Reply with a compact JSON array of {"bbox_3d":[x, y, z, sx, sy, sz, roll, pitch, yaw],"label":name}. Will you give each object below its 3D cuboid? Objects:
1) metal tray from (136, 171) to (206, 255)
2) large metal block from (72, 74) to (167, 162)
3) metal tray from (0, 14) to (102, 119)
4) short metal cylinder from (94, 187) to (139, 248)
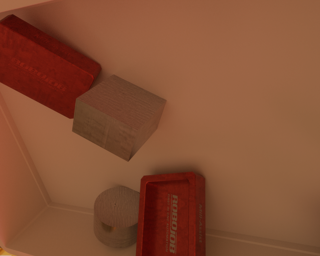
[{"bbox_3d":[0.015,0.129,0.421,0.090,0.130,0.030,-10,156,32],"label":"metal tray"},{"bbox_3d":[-0.049,-0.016,0.388,0.080,0.080,0.050,27,128,11],"label":"large metal block"},{"bbox_3d":[-0.156,-0.077,0.415,0.131,0.030,0.089,29,130,-12],"label":"metal tray"},{"bbox_3d":[-0.064,0.140,0.492,0.080,0.080,0.050,21,126,15],"label":"short metal cylinder"}]
